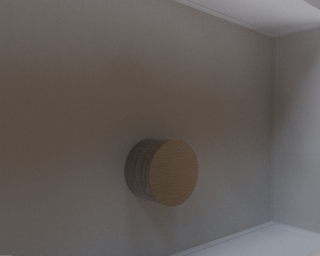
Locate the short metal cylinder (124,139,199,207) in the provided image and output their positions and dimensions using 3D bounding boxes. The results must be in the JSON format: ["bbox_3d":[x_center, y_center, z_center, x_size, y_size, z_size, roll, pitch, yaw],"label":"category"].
[{"bbox_3d":[0.003,0.054,0.392,0.081,0.050,0.080,0,90,-40],"label":"short metal cylinder"}]
